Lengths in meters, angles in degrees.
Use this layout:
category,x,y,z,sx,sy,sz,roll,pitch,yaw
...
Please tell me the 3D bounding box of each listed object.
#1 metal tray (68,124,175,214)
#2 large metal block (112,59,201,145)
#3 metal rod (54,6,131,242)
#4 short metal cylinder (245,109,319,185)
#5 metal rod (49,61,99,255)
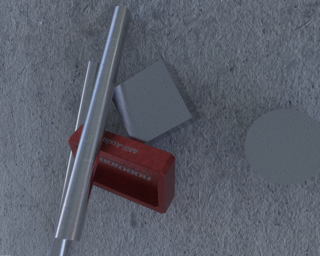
category,x,y,z,sx,sy,sz,roll,pitch,yaw
metal tray,-0.046,0.052,0.393,0.130,0.030,0.089,18,139,18
large metal block,-0.006,-0.029,0.397,0.080,0.050,0.080,-29,81,17
metal rod,-0.072,-0.025,0.367,0.025,0.025,0.299,-1,64,19
short metal cylinder,0.138,0.019,0.347,0.080,0.050,0.079,0,90,19
metal rod,-0.121,0.054,0.450,0.025,0.025,0.298,14,95,19
